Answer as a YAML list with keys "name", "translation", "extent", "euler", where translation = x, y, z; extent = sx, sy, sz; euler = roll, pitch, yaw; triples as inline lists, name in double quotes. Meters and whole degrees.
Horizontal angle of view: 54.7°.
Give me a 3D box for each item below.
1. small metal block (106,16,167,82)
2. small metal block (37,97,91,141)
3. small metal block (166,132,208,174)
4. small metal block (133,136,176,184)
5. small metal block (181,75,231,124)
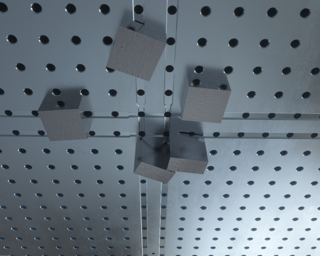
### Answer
- name: "small metal block"
  translation: [-0.026, -0.085, 0.339]
  extent: [0.050, 0.025, 0.050]
  euler: [17, 128, -15]
- name: "small metal block"
  translation: [-0.122, -0.011, 0.401]
  extent: [0.050, 0.025, 0.050]
  euler: [-4, 130, 2]
- name: "small metal block"
  translation: [0.036, 0.034, 0.425]
  extent: [0.050, 0.050, 0.025]
  euler: [8, 130, -7]
- name: "small metal block"
  translation: [-0.007, 0.044, 0.433]
  extent: [0.050, 0.050, 0.025]
  euler: [21, 127, -17]
- name: "small metal block"
  translation: [0.055, -0.035, 0.383]
  extent: [0.050, 0.025, 0.050]
  euler: [5, 130, -5]
